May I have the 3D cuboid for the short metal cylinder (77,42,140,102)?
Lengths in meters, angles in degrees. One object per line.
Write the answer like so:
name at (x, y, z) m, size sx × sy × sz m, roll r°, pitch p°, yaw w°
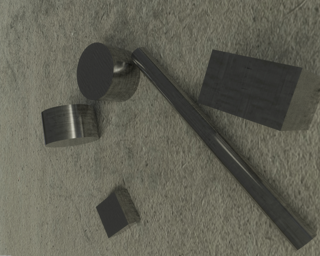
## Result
short metal cylinder at (-0.075, -0.078, 0.448) m, size 0.080 × 0.050 × 0.079 m, roll 0°, pitch 90°, yaw 39°

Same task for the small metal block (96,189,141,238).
small metal block at (-0.062, 0.125, 0.454) m, size 0.050 × 0.025 × 0.050 m, roll -42°, pitch 65°, yaw 31°

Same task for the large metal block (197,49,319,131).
large metal block at (0.096, -0.034, 0.289) m, size 0.080 × 0.081 × 0.050 m, roll 24°, pitch 105°, yaw 37°

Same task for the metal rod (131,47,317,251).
metal rod at (0.054, 0.003, 0.358) m, size 0.300 × 0.025 × 0.025 m, roll 51°, pitch 120°, yaw 27°

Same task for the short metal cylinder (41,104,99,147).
short metal cylinder at (-0.139, -0.002, 0.481) m, size 0.080 × 0.081 × 0.050 m, roll -17°, pitch 79°, yaw 38°
